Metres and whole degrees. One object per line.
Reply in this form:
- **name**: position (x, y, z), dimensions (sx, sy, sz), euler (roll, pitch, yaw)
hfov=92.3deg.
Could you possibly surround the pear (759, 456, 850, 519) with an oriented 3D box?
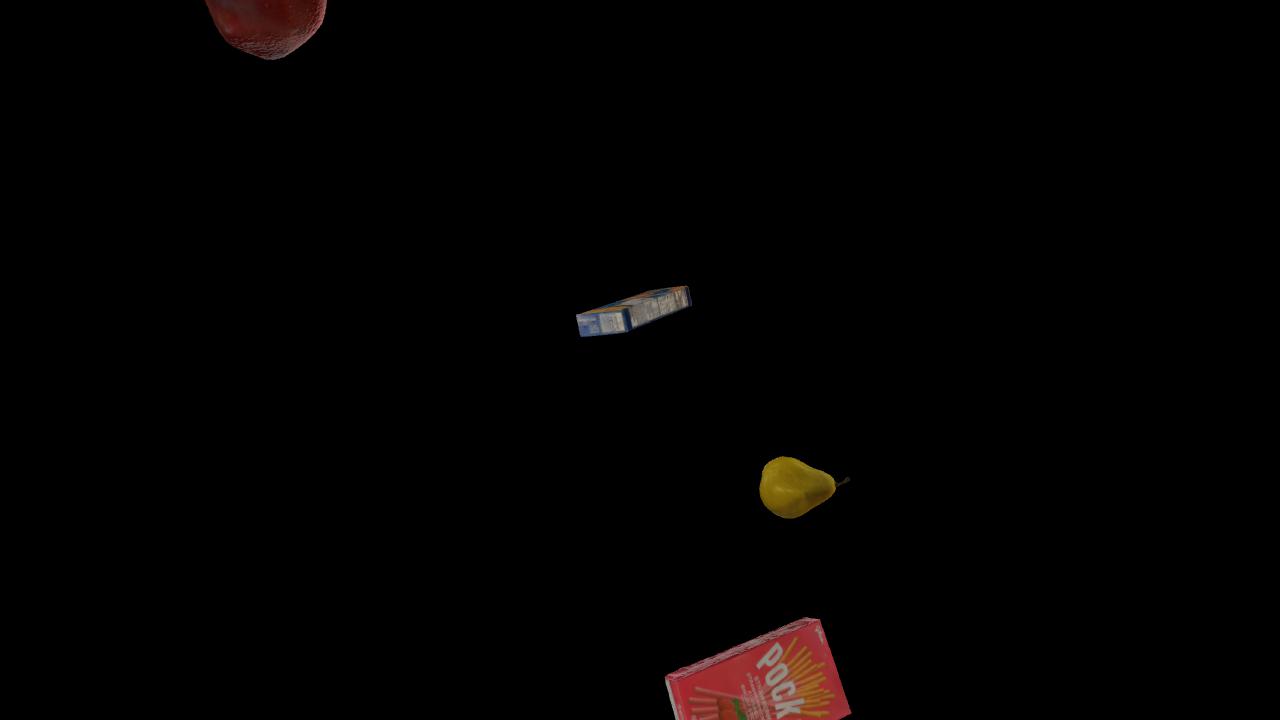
- **pear**: position (0.215, 0.168, 0.800), dimensions (0.111, 0.080, 0.080), euler (2, 1, 29)

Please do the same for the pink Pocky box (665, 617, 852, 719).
- **pink Pocky box**: position (0.105, 0.294, 0.540), dimensions (0.155, 0.084, 0.029), euler (-11, -14, -22)

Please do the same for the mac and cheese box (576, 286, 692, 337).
- **mac and cheese box**: position (-0.005, -0.078, 0.966), dimensions (0.093, 0.041, 0.184), euler (-5, 13, 37)

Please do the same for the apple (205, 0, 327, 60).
- **apple**: position (-0.268, -0.261, 0.437), dimensions (0.079, 0.079, 0.093), euler (0, -16, -46)
